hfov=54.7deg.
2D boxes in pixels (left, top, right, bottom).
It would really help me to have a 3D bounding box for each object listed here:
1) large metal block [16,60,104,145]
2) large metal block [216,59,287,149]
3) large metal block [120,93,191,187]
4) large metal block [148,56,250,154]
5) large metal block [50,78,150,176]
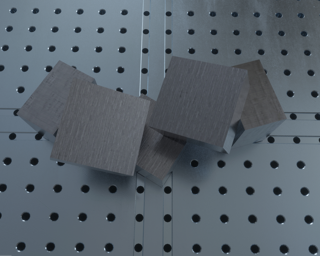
[{"bbox_3d":[-0.118,-0.023,0.389,0.050,0.080,0.080,28,72,9],"label":"large metal block"},{"bbox_3d":[0.106,-0.027,0.393,0.050,0.080,0.080,-15,71,-6],"label":"large metal block"},{"bbox_3d":[-0.010,0.016,0.392,0.080,0.050,0.080,31,73,10],"label":"large metal block"},{"bbox_3d":[0.044,-0.024,0.334,0.080,0.050,0.080,16,83,21],"label":"large metal block"},{"bbox_3d":[-0.064,0.003,0.327,0.081,0.050,0.080,16,77,-17],"label":"large metal block"}]
